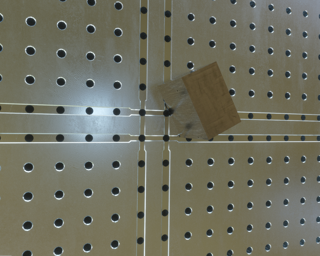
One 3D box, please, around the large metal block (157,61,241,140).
[{"bbox_3d":[0.048,-0.033,0.402,0.050,0.080,0.080,-28,100,-18],"label":"large metal block"}]
